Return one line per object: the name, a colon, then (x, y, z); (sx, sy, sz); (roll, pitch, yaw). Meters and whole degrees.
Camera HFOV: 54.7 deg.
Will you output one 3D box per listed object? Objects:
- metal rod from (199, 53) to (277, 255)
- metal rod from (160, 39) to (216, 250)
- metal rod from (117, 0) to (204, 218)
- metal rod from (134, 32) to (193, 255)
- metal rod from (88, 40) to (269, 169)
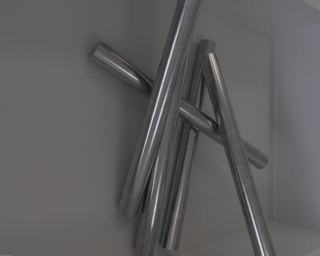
metal rod: (0.101, 0.042, 0.399); (0.025, 0.025, 0.299); (-1, 71, -40)
metal rod: (0.042, 0.017, 0.441); (0.025, 0.025, 0.299); (19, 78, -39)
metal rod: (0.003, -0.036, 0.339); (0.025, 0.025, 0.298); (5, 109, -40)
metal rod: (0.005, 0.012, 0.372); (0.025, 0.025, 0.298); (4, 99, -40)
metal rod: (0.042, -0.017, 0.412); (0.301, 0.025, 0.025); (31, 70, -26)
